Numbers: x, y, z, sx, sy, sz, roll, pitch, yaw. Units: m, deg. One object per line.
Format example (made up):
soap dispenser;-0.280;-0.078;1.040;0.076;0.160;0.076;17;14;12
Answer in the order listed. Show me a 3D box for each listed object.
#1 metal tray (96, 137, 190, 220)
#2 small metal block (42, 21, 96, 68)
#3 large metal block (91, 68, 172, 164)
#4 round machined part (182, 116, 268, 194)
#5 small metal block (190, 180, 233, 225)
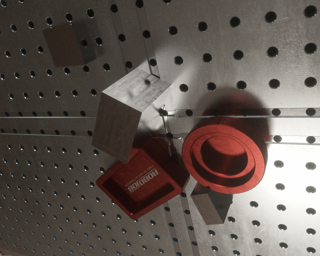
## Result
metal tray;-0.030;0.080;0.471;0.090;0.030;0.129;46;129;-4
small metal block;-0.118;-0.109;0.404;0.050;0.025;0.050;1;119;27
large metal block;-0.035;-0.017;0.382;0.050;0.080;0.079;28;128;10
round machined part;0.080;0.028;0.375;0.098;0.042;0.097;13;124;20
small metal block;0.070;0.092;0.414;0.025;0.050;0.050;-17;110;35
